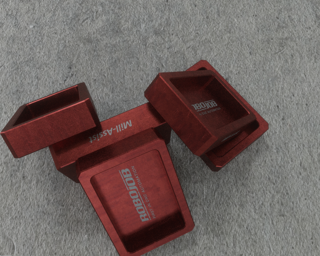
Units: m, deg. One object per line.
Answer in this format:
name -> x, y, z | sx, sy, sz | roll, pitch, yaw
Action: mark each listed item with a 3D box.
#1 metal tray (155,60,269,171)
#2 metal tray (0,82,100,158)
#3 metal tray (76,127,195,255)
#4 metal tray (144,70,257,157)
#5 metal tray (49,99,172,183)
metal tray -> 0.066, -0.019, 0.414 | 0.090, 0.030, 0.130 | -37, 74, -13
metal tray -> -0.123, -0.016, 0.363 | 0.091, 0.130, 0.030 | -23, 111, -9
metal tray -> -0.023, 0.074, 0.335 | 0.091, 0.030, 0.129 | -23, 117, -8
metal tray -> 0.053, -0.025, 0.360 | 0.090, 0.030, 0.131 | 50, 33, 15
metal tray -> -0.052, 0.019, 0.367 | 0.131, 0.090, 0.030 | -23, 72, -9
